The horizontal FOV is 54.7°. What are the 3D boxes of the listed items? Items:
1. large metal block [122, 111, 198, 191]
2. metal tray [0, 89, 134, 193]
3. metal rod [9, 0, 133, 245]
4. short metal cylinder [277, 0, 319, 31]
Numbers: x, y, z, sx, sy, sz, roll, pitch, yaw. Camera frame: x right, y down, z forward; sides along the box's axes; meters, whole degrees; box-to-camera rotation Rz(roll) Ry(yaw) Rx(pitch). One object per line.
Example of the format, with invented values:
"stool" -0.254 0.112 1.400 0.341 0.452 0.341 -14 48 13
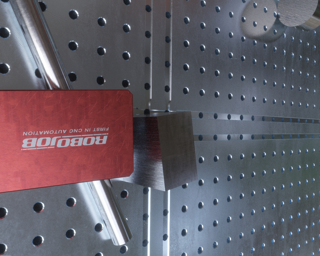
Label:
"large metal block" -0.005 0.024 0.369 0.050 0.080 0.079 -11 97 -40
"metal tray" -0.092 0.008 0.302 0.131 0.030 0.089 -4 98 -25
"metal rod" -0.091 -0.004 0.332 0.025 0.025 0.298 -30 109 -36
"short metal cylinder" 0.280 -0.235 0.607 0.050 0.080 0.079 -2 91 -40
